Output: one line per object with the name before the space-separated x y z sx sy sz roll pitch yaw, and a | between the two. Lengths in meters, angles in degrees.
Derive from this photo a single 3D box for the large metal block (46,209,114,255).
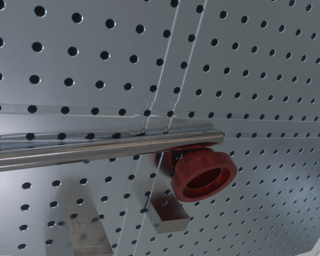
large metal block | -0.112 0.168 0.419 0.050 0.080 0.079 13 112 -34

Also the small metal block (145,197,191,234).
small metal block | 0.011 0.136 0.485 0.050 0.050 0.025 3 117 -30

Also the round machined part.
round machined part | 0.061 0.066 0.463 0.099 0.042 0.097 -16 142 -13

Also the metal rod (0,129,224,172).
metal rod | -0.047 0.025 0.400 0.303 0.025 0.025 -5 121 -26
